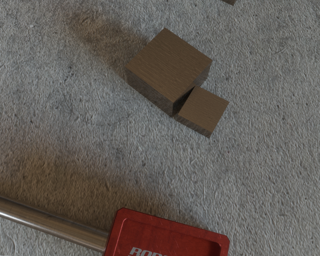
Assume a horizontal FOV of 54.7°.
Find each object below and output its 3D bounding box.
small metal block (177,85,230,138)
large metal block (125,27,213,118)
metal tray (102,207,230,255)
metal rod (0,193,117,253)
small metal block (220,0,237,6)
[{"bbox_3d":[0.057,-0.022,0.417,0.050,0.025,0.050,29,72,9],"label":"small metal block"},{"bbox_3d":[0.011,-0.075,0.423,0.080,0.050,0.080,38,74,12],"label":"large metal block"},{"bbox_3d":[0.003,0.147,0.337,0.131,0.030,0.090,17,70,-7],"label":"metal tray"},{"bbox_3d":[-0.196,0.091,0.372,0.301,0.025,0.025,17,71,5],"label":"metal rod"},{"bbox_3d":[0.109,-0.231,0.494,0.050,0.025,0.050,30,73,10],"label":"small metal block"}]
